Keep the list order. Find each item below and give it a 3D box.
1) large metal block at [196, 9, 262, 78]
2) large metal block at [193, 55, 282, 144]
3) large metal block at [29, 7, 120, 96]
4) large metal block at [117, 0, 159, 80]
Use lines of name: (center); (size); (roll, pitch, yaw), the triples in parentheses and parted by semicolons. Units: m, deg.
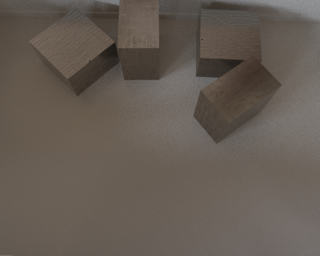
large metal block: (0.095, -0.119, 0.441); (0.081, 0.050, 0.080); (3, 70, 0)
large metal block: (0.094, -0.033, 0.394); (0.080, 0.080, 0.050); (-34, 74, -12)
large metal block: (-0.117, -0.106, 0.434); (0.080, 0.050, 0.080); (-43, 76, -14)
large metal block: (-0.027, -0.120, 0.424); (0.050, 0.080, 0.080); (0, 70, -1)
